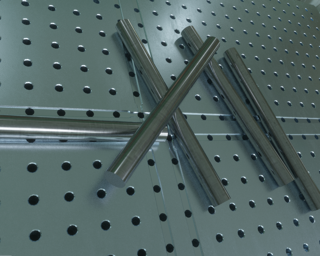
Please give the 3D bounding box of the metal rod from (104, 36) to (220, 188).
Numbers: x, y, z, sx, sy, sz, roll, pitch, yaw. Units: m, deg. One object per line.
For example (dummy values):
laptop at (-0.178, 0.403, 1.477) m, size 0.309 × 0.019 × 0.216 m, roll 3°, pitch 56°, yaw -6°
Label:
metal rod at (0.020, -0.043, 0.412) m, size 0.025 × 0.025 × 0.301 m, roll 38°, pitch 51°, yaw -4°

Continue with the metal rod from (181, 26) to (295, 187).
metal rod at (0.119, -0.043, 0.500) m, size 0.025 × 0.025 × 0.299 m, roll -19°, pitch 72°, yaw -35°

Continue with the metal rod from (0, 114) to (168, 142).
metal rod at (-0.130, 0.000, 0.338) m, size 0.303 × 0.025 × 0.025 m, roll 3°, pitch 61°, yaw -27°

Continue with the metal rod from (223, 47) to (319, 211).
metal rod at (0.183, -0.009, 0.514) m, size 0.025 × 0.025 × 0.299 m, roll -11°, pitch 67°, yaw -33°

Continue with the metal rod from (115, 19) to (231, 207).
metal rod at (0.011, -0.031, 0.434) m, size 0.025 × 0.025 × 0.299 m, roll -17°, pitch 71°, yaw -35°
